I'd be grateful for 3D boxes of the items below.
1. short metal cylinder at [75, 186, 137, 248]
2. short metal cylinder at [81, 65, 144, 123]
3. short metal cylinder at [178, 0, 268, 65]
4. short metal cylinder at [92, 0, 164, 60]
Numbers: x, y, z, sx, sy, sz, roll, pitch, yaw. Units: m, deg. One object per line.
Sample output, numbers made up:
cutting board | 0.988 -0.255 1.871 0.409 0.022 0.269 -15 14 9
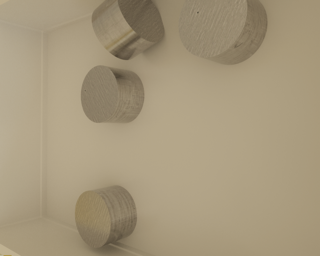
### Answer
short metal cylinder | -0.080 0.129 0.457 0.080 0.050 0.080 0 90 40
short metal cylinder | -0.069 -0.047 0.448 0.080 0.050 0.080 0 90 40
short metal cylinder | 0.067 -0.112 0.335 0.080 0.050 0.080 0 90 40
short metal cylinder | -0.041 -0.136 0.405 0.050 0.081 0.080 -24 75 38
